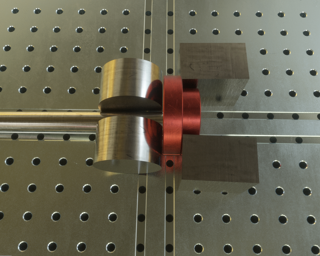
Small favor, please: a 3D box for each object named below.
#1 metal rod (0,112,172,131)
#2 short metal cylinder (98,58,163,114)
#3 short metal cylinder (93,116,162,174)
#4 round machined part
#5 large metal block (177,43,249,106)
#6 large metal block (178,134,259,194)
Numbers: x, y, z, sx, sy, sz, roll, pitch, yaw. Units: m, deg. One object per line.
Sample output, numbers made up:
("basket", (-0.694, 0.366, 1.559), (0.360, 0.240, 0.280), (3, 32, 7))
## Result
("metal rod", (-0.120, -0.009, 0.402), (0.302, 0.025, 0.025), (0, 70, 4))
("short metal cylinder", (-0.037, -0.047, 0.400), (0.080, 0.080, 0.050), (1, 71, 0))
("short metal cylinder", (-0.038, 0.023, 0.373), (0.080, 0.080, 0.050), (1, 71, 0))
("round machined part", (0.025, -0.015, 0.378), (0.042, 0.098, 0.098), (1, 70, 0))
("large metal block", (0.065, -0.067, 0.408), (0.081, 0.080, 0.050), (0, 70, 0))
("large metal block", (0.064, 0.045, 0.367), (0.080, 0.080, 0.050), (3, 70, 1))
